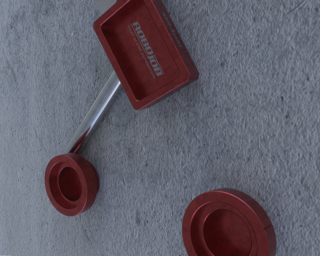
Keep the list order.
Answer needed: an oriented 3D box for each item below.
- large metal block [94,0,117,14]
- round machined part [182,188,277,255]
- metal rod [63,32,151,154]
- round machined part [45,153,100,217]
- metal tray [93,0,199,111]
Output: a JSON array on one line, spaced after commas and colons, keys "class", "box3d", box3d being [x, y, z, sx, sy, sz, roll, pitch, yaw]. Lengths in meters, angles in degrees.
[{"class": "large metal block", "box3d": [-0.052, -0.202, 0.430, 0.080, 0.050, 0.080, -46, 63, 30]}, {"class": "round machined part", "box3d": [0.075, 0.113, 0.330, 0.098, 0.042, 0.097, 0, 90, 39]}, {"class": "metal rod", "box3d": [-0.099, -0.022, 0.484, 0.298, 0.025, 0.025, -52, 60, 27]}, {"class": "round machined part", "box3d": [-0.136, 0.088, 0.498, 0.098, 0.042, 0.097, 4, 98, 33]}, {"class": "metal tray", "box3d": [-0.020, -0.099, 0.391, 0.090, 0.030, 0.130, -28, 86, 30]}]
